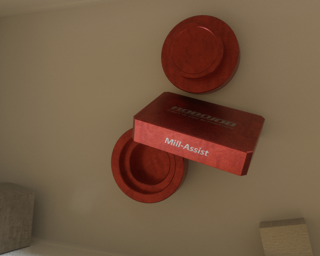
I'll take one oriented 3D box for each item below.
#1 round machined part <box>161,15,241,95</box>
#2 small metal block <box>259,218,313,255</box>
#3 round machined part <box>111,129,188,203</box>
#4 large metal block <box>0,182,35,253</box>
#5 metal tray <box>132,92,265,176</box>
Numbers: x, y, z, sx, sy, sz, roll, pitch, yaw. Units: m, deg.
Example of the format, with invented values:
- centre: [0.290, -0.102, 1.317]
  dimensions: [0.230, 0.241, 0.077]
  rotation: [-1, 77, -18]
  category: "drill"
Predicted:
- centre: [0.048, -0.092, 0.384]
  dimensions: [0.098, 0.042, 0.097]
  rotation: [0, 90, 19]
  category: "round machined part"
- centre: [0.147, 0.135, 0.359]
  dimensions: [0.050, 0.025, 0.050]
  rotation: [-12, 86, 19]
  category: "small metal block"
- centre: [-0.010, 0.045, 0.404]
  dimensions: [0.098, 0.042, 0.097]
  rotation: [0, 90, 19]
  category: "round machined part"
- centre: [-0.237, 0.131, 0.466]
  dimensions: [0.080, 0.050, 0.079]
  rotation: [6, 91, 38]
  category: "large metal block"
- centre: [0.046, 0.000, 0.357]
  dimensions: [0.130, 0.090, 0.030]
  rotation: [17, 121, 19]
  category: "metal tray"
